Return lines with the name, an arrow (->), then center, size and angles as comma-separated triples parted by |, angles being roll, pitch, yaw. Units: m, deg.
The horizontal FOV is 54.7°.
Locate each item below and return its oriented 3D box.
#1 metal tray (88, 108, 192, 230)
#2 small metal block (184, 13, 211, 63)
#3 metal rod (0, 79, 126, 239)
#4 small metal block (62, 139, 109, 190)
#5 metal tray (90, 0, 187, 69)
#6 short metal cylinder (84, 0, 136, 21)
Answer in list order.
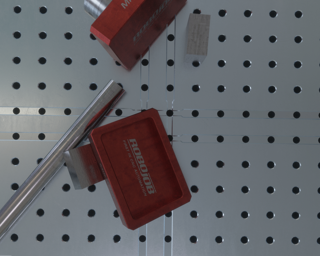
metal tray -> -0.025, 0.050, 0.395 | 0.091, 0.030, 0.129 | -22, 90, -21
small metal block -> 0.047, -0.114, 0.401 | 0.025, 0.050, 0.050 | 5, 90, 0
metal rod -> -0.152, 0.057, 0.412 | 0.025, 0.025, 0.300 | 40, 90, 0
small metal block -> -0.091, 0.046, 0.400 | 0.050, 0.025, 0.050 | -19, 90, -36
metal tray -> -0.019, -0.142, 0.377 | 0.030, 0.090, 0.130 | 40, 89, 11
short metal cylinder -> -0.048, -0.159, 0.385 | 0.050, 0.080, 0.080 | 40, 90, 0
